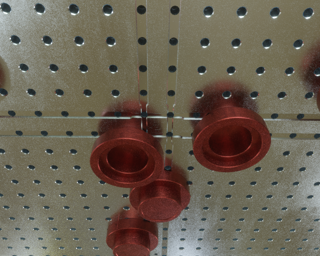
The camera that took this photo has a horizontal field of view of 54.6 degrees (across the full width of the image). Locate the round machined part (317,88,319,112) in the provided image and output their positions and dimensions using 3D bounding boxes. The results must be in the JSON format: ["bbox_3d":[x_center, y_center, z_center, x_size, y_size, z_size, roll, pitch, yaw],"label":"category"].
[{"bbox_3d":[0.235,-0.045,0.364,0.099,0.042,0.097,0,130,0],"label":"round machined part"}]

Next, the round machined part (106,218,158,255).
[{"bbox_3d":[-0.053,0.216,0.583,0.099,0.042,0.097,0,130,0],"label":"round machined part"}]

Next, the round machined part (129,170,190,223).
[{"bbox_3d":[0.000,0.116,0.498,0.099,0.042,0.097,0,130,0],"label":"round machined part"}]

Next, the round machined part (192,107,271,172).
[{"bbox_3d":[0.091,0.011,0.410,0.099,0.042,0.097,0,130,0],"label":"round machined part"}]

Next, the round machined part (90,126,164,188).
[{"bbox_3d":[-0.044,0.036,0.431,0.099,0.042,0.097,0,130,0],"label":"round machined part"}]
